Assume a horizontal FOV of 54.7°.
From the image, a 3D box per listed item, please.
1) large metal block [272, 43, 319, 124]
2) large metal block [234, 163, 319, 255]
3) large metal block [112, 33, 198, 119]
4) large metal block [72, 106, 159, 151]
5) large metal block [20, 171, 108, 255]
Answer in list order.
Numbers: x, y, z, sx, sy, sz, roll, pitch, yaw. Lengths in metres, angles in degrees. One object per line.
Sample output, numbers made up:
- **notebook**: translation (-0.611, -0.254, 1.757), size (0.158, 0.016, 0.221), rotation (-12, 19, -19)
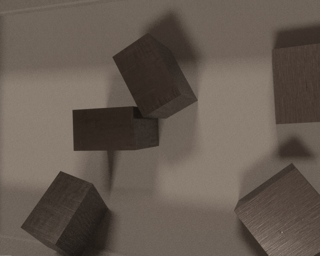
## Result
- **large metal block**: translation (0.167, -0.046, 0.338), size (0.080, 0.050, 0.079), rotation (-3, 89, 19)
- **large metal block**: translation (0.143, 0.097, 0.347), size (0.080, 0.050, 0.080), rotation (-41, 78, 15)
- **large metal block**: translation (-0.003, -0.059, 0.381), size (0.050, 0.080, 0.080), rotation (-30, 81, 17)
- **large metal block**: translation (-0.054, 0.001, 0.399), size (0.080, 0.080, 0.050), rotation (-2, 90, 19)
- **large metal block**: translation (-0.119, 0.116, 0.405), size (0.050, 0.080, 0.080), rotation (17, 57, 19)
